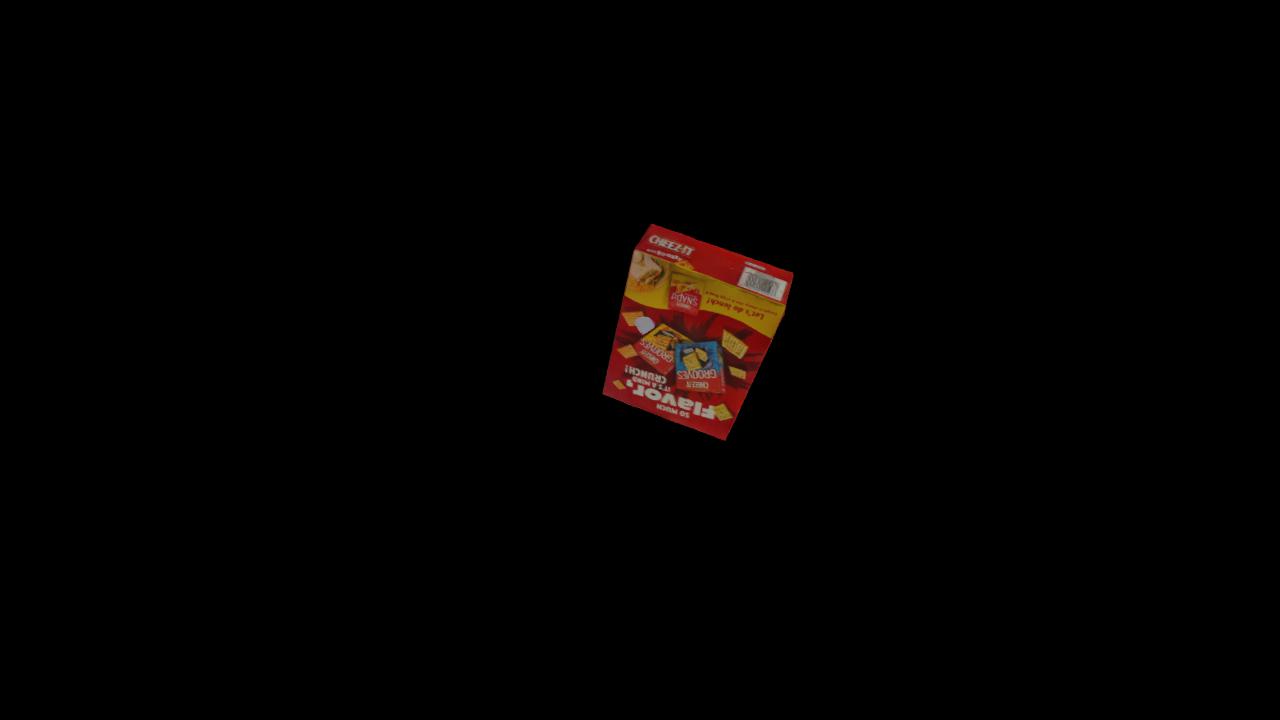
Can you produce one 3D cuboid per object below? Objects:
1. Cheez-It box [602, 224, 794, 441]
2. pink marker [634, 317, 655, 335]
[{"bbox_3d":[0.058,-0.023,0.702,0.166,0.223,0.071,21,43,7],"label":"Cheez-It box"},{"bbox_3d":[0.049,-0.066,0.674,0.121,0.020,0.020,-31,5,-8],"label":"pink marker"}]
